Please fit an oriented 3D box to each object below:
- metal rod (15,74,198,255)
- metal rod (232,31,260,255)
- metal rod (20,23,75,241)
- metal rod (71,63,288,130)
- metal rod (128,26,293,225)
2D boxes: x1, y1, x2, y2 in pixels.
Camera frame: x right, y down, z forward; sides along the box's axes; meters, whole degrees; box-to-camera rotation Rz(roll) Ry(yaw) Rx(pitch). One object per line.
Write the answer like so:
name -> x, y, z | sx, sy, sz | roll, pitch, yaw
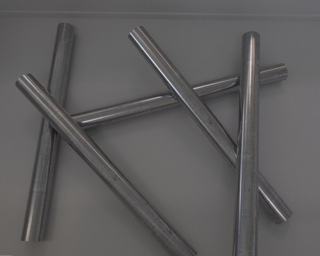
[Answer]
metal rod -> -0.070, 0.045, 0.376 | 0.025, 0.025, 0.300 | -43, 82, -14
metal rod -> 0.106, 0.007, 0.371 | 0.025, 0.025, 0.299 | 8, 65, 3
metal rod -> -0.144, -0.009, 0.411 | 0.025, 0.025, 0.299 | 2, 70, 0
metal rod -> 0.029, -0.043, 0.425 | 0.302, 0.025, 0.025 | -14, 71, -6
metal rod -> 0.058, -0.010, 0.392 | 0.025, 0.025, 0.300 | -36, 82, -12
